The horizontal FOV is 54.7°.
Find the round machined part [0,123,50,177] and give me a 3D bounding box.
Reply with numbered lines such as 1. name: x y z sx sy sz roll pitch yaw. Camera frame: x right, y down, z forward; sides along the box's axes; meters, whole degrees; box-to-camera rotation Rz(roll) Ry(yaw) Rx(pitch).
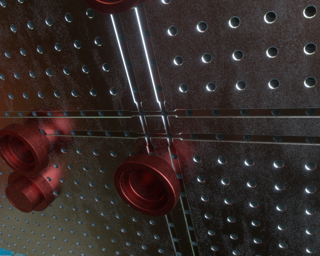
1. round machined part: -0.233 0.034 0.542 0.098 0.042 0.097 13 124 20

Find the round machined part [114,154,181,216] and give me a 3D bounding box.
1. round machined part: -0.015 0.078 0.455 0.098 0.042 0.097 13 124 20

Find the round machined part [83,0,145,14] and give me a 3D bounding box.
1. round machined part: -0.046 -0.171 0.317 0.098 0.042 0.097 13 124 20

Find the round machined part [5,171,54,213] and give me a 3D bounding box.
1. round machined part: -0.266 0.130 0.617 0.098 0.042 0.097 13 124 20
